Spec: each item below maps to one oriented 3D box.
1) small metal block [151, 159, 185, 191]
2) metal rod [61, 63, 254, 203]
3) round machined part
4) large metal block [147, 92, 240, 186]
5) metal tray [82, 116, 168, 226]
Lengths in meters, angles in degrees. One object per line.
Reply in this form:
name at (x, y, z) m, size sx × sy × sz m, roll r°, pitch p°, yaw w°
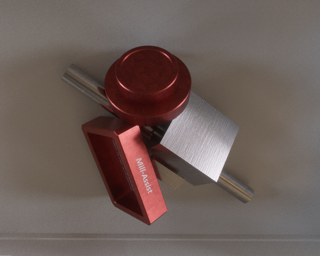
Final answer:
small metal block at (0.008, 0.049, 0.414) m, size 0.050 × 0.050 × 0.025 m, roll 36°, pitch 106°, yaw -13°
metal rod at (0.006, 0.014, 0.415) m, size 0.301 × 0.025 × 0.025 m, roll 35°, pitch 106°, yaw -13°
round machined part at (-0.014, -0.054, 0.349) m, size 0.099 × 0.098 × 0.042 m, roll -2°, pitch 151°, yaw 0°
large metal block at (0.039, 0.014, 0.381) m, size 0.080 × 0.050 × 0.080 m, roll 35°, pitch 63°, yaw -12°
metal tray at (-0.046, 0.052, 0.395) m, size 0.030 × 0.090 × 0.129 m, roll -31°, pitch 113°, yaw -33°
